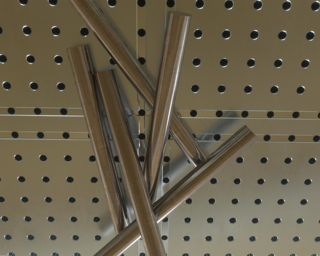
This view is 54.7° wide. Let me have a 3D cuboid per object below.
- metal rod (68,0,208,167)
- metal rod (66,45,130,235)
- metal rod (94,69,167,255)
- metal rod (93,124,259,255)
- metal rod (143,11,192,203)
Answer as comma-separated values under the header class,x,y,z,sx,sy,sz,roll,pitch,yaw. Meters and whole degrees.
class,x,y,z,sx,sy,sz,roll,pitch,yaw
metal rod,-0.017,-0.050,0.394,0.025,0.025,0.300,-34,107,11
metal rod,-0.076,0.039,0.426,0.025,0.025,0.298,-9,110,3
metal rod,-0.030,0.073,0.399,0.025,0.025,0.298,-15,94,5
metal rod,0.009,0.104,0.422,0.299,0.025,0.025,-43,105,12
metal rod,-0.002,0.010,0.393,0.025,0.025,0.298,8,119,-4
